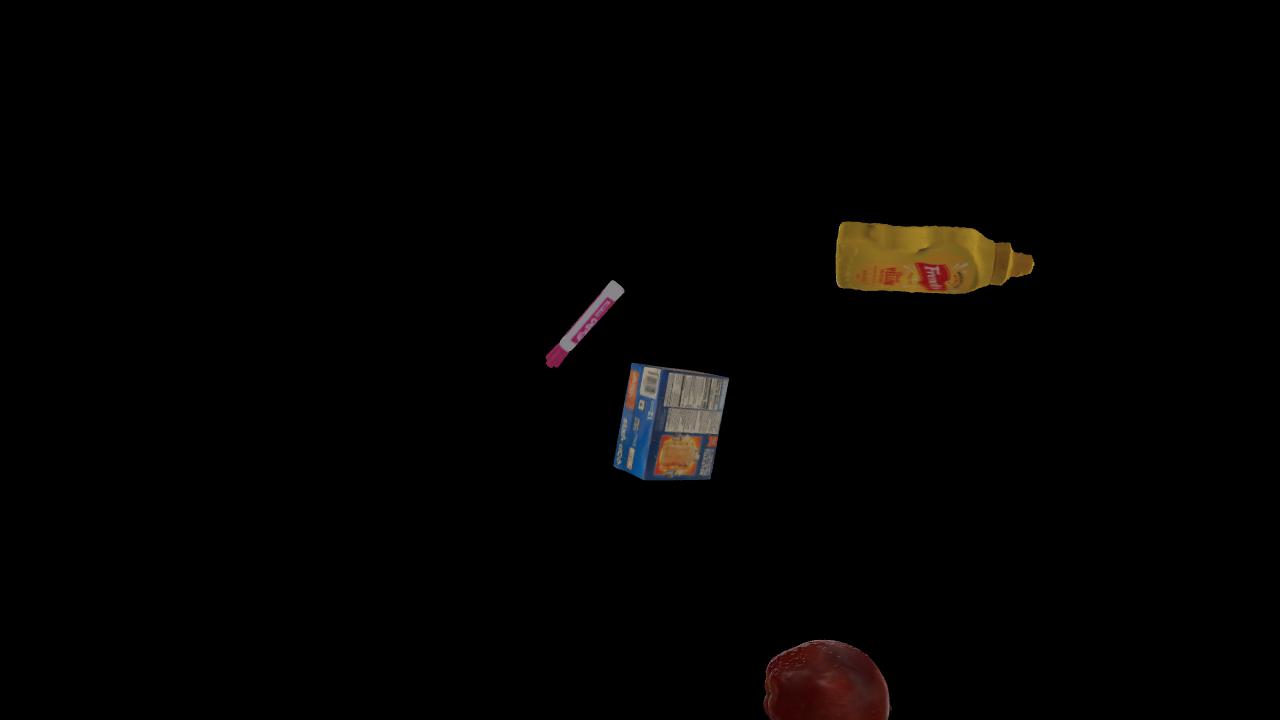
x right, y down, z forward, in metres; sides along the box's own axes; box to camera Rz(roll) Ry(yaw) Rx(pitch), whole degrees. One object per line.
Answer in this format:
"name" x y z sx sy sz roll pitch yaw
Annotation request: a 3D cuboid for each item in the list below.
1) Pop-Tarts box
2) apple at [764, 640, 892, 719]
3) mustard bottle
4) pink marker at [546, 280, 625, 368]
"Pop-Tarts box" 0.049 0.097 0.961 0.141 0.167 0.083 8 4 -37
"apple" 0.143 0.256 0.468 0.093 0.079 0.079 5 0 4
"mustard bottle" 0.300 -0.103 0.634 0.184 0.054 0.092 7 -30 22
"pink marker" -0.063 -0.037 0.675 0.020 0.121 0.020 40 15 -13
